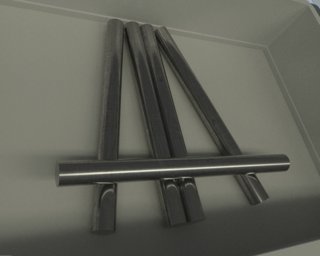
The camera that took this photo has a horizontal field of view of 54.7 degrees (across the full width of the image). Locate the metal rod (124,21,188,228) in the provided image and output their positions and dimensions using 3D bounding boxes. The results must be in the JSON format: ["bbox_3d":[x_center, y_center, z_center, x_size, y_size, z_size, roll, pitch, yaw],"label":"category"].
[{"bbox_3d":[-0.012,-0.022,0.411,0.025,0.025,0.299,1,61,-28],"label":"metal rod"}]

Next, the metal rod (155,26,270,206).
[{"bbox_3d":[0.068,-0.028,0.457,0.025,0.025,0.299,-17,71,-35],"label":"metal rod"}]

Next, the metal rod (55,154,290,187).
[{"bbox_3d":[0.037,0.046,0.362,0.303,0.025,0.025,1,61,-28],"label":"metal rod"}]

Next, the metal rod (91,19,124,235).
[{"bbox_3d":[-0.061,-0.024,0.386,0.025,0.025,0.299,12,57,-22],"label":"metal rod"}]

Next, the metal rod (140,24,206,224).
[{"bbox_3d":[0.009,-0.023,0.423,0.025,0.025,0.299,1,61,-28],"label":"metal rod"}]
